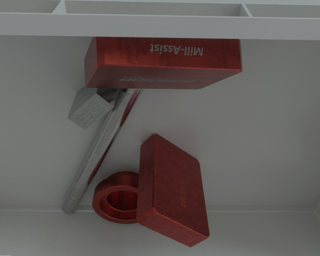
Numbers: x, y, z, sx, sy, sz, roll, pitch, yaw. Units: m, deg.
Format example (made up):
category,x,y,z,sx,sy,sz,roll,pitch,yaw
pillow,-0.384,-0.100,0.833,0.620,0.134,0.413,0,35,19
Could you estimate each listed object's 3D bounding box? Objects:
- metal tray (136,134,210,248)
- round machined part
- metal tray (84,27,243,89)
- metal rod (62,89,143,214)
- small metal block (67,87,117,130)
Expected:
category,x,y,z,sx,sy,sz,roll,pitch,yaw
metal tray,0.016,0.077,0.407,0.090,0.130,0.030,33,122,-25
round machined part,-0.054,0.106,0.487,0.099,0.042,0.097,-1,130,0
metal tray,-0.001,-0.061,0.297,0.131,0.030,0.090,-2,176,-20
metal rod,-0.086,0.032,0.434,0.025,0.025,0.298,21,127,-17
small metal block,-0.078,-0.033,0.363,0.050,0.050,0.025,-35,122,25
